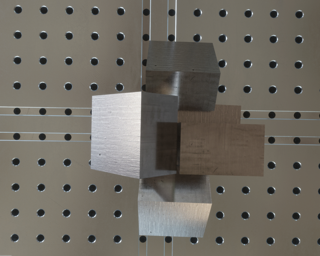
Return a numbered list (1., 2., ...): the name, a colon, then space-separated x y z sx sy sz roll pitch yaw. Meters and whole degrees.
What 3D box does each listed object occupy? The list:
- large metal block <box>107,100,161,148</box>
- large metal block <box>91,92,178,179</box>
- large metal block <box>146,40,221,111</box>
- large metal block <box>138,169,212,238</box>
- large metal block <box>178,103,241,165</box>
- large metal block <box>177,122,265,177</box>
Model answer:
1. large metal block: -0.028 0.006 0.401 0.080 0.050 0.080 7 90 0
2. large metal block: -0.029 0.006 0.328 0.080 0.050 0.080 2 91 45
3. large metal block: 0.025 -0.066 0.379 0.080 0.080 0.050 2 128 0
4. large metal block: 0.016 0.091 0.380 0.080 0.050 0.080 2 135 0
5. large metal block: 0.057 0.011 0.401 0.080 0.050 0.080 3 90 0
6. large metal block: 0.060 0.020 0.336 0.080 0.080 0.050 2 90 0
